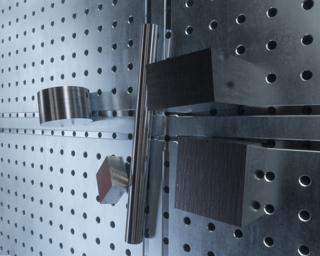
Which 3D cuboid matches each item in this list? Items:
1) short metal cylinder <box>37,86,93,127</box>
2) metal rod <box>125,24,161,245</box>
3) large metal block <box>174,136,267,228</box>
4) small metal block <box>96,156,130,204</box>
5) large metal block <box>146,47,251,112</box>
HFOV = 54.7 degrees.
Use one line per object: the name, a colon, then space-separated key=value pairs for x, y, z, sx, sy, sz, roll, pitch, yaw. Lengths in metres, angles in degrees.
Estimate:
short metal cylinder: x=-0.151 y=-0.032 z=0.496 sx=0.080 sy=0.081 sz=0.050 roll=-12 pitch=82 yaw=39
metal rod: x=-0.025 y=0.011 z=0.427 sx=0.025 sy=0.025 sz=0.298 roll=8 pitch=95 yaw=39
large metal block: x=0.065 y=0.052 z=0.338 sx=0.080 sy=0.050 sz=0.079 roll=5 pitch=93 yaw=39
small metal block: x=-0.070 y=0.076 z=0.449 sx=0.050 sy=0.025 sz=0.050 roll=-55 pitch=39 yaw=39
large metal block: x=0.043 y=-0.046 z=0.337 sx=0.080 sy=0.081 sz=0.050 roll=-5 pitch=87 yaw=39
